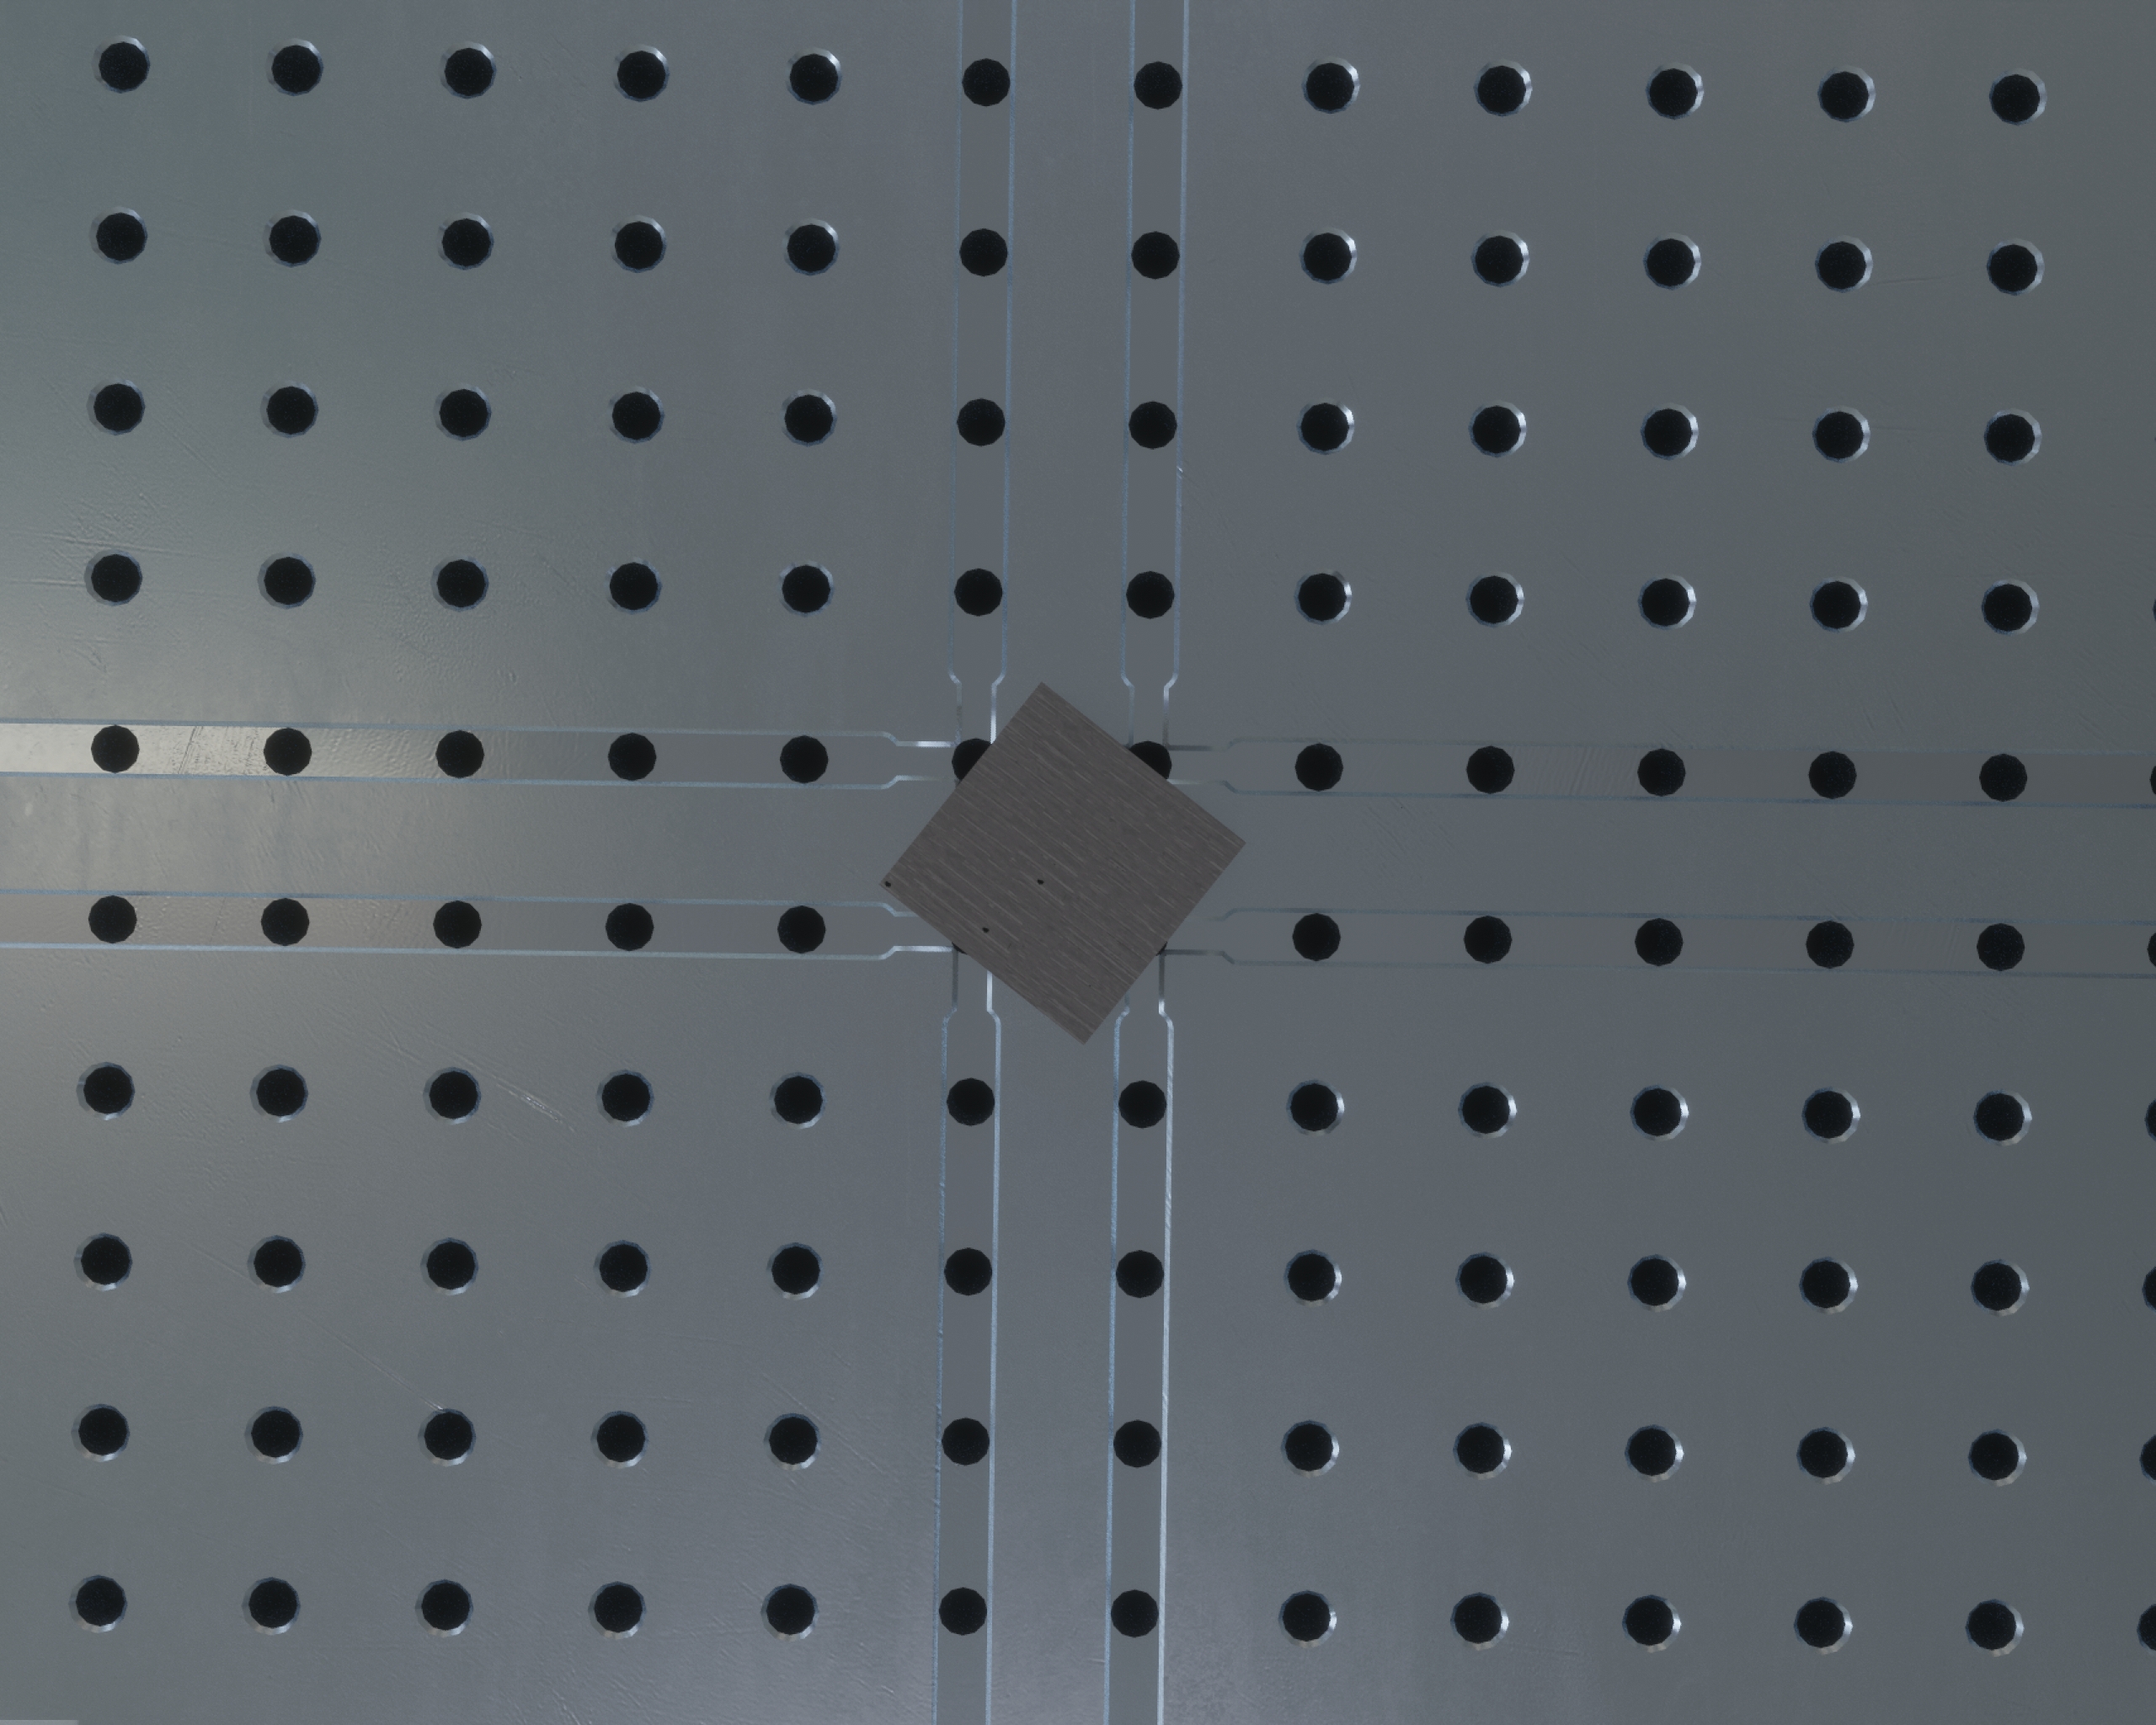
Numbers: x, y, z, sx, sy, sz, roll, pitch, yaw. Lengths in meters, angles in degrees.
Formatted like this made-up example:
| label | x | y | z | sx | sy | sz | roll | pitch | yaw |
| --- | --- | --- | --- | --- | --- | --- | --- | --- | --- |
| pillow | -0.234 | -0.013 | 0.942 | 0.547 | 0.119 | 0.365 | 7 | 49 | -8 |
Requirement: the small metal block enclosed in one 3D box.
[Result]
| label | x | y | z | sx | sy | sz | roll | pitch | yaw |
| --- | --- | --- | --- | --- | --- | --- | --- | --- | --- |
| small metal block | -0.003 | 0.000 | 0.413 | 0.050 | 0.025 | 0.050 | 38 | 90 | -1 |
